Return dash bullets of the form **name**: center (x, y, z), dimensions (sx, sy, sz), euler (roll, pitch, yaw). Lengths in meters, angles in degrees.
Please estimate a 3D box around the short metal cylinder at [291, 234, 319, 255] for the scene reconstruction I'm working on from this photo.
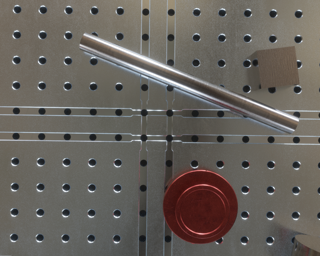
- **short metal cylinder**: center (0.207, 0.174, 0.387), dimensions (0.080, 0.080, 0.050), euler (12, 90, 0)

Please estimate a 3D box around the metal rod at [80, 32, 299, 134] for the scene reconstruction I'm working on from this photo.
- **metal rod**: center (0.039, -0.059, 0.413), dimensions (0.301, 0.025, 0.025), euler (22, 90, 0)

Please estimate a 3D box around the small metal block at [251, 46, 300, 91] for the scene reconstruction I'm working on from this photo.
- **small metal block**: center (0.153, -0.079, 0.414), dimensions (0.050, 0.025, 0.050), euler (-7, 90, 0)

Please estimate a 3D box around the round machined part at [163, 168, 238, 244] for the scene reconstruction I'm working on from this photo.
- **round machined part**: center (0.053, 0.104, 0.405), dimensions (0.099, 0.042, 0.097), euler (0, 90, 0)
